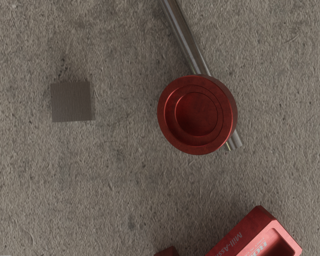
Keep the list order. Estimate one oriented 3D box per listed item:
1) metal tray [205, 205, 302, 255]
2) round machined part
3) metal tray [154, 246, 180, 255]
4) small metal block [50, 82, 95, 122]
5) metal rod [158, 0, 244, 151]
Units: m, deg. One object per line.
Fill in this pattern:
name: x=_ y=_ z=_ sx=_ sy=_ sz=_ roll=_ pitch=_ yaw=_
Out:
metal tray: x=0.107 y=0.170 z=0.388 sx=0.130 sy=0.030 sz=0.090 roll=-44 pitch=119 yaw=-1
round machined part: x=0.049 y=-0.019 z=0.388 sx=0.098 sy=0.042 sz=0.097 roll=8 pitch=107 yaw=28
metal tray: x=0.032 y=0.223 z=0.376 sx=0.030 sy=0.090 sz=0.130 roll=-28 pitch=90 yaw=6
small metal block: x=-0.114 y=-0.033 z=0.408 sx=0.050 sy=0.025 sz=0.050 roll=-3 pitch=90 yaw=-1
metal rod: x=0.038 y=-0.110 z=0.410 sx=0.025 sy=0.025 sz=0.299 roll=-25 pitch=90 yaw=0
